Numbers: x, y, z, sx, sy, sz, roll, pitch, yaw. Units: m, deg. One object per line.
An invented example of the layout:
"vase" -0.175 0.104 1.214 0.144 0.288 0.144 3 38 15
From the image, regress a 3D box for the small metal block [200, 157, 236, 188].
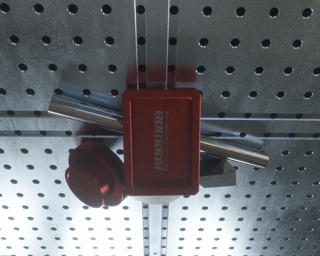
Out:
"small metal block" 0.078 0.066 0.449 0.050 0.025 0.050 -11 148 30

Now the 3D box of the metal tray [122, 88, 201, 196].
"metal tray" 0.002 0.017 0.379 0.091 0.030 0.129 -1 101 -1

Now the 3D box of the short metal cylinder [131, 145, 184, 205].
"short metal cylinder" -0.005 0.066 0.446 0.081 0.050 0.079 0 130 0

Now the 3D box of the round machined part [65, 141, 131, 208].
"round machined part" -0.090 0.070 0.424 0.098 0.042 0.097 20 130 26

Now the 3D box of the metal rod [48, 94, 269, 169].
"metal rod" 0.008 0.009 0.414 0.302 0.025 0.025 15 129 -13
